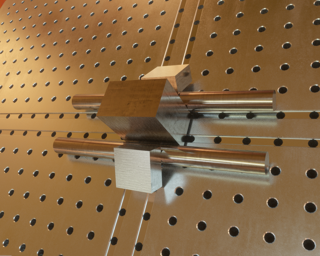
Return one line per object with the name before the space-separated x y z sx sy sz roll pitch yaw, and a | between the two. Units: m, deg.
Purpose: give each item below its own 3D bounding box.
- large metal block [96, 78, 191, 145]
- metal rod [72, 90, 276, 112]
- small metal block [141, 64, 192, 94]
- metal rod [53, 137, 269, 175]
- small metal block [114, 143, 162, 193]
large metal block | -0.017 -0.016 0.386 0.080 0.080 0.050 2 63 29
metal rod | -0.001 -0.036 0.426 0.300 0.025 0.025 2 63 29
small metal block | 0.010 -0.066 0.424 0.050 0.025 0.050 1 28 28
metal rod | -0.020 0.032 0.395 0.300 0.025 0.025 2 63 29
small metal block | -0.026 0.047 0.373 0.050 0.025 0.050 3 101 29
